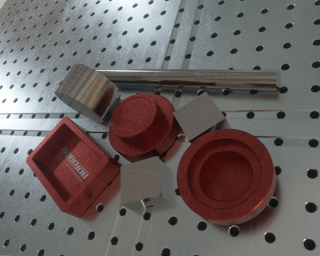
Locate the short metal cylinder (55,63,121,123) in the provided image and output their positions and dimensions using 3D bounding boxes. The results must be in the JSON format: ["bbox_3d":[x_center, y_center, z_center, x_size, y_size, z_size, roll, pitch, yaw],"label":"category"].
[{"bbox_3d":[-0.106,-0.050,0.460,0.080,0.080,0.050,19,72,35],"label":"short metal cylinder"}]

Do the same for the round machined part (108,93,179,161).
[{"bbox_3d":[-0.027,-0.007,0.415,0.098,0.042,0.098,-14,53,19],"label":"round machined part"}]

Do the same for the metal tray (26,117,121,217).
[{"bbox_3d":[-0.126,0.050,0.440,0.090,0.030,0.130,-50,51,-7],"label":"metal tray"}]

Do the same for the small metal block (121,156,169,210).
[{"bbox_3d":[-0.020,0.068,0.377,0.050,0.025,0.050,-18,55,18],"label":"small metal block"}]

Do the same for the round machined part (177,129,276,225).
[{"bbox_3d":[0.071,0.053,0.327,0.098,0.042,0.098,-13,56,21],"label":"round machined part"}]

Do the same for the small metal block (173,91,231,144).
[{"bbox_3d":[0.051,-0.010,0.388,0.050,0.025,0.050,-33,51,6],"label":"small metal block"}]

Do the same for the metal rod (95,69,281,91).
[{"bbox_3d":[0.013,-0.072,0.445,0.300,0.025,0.025,7,65,31],"label":"metal rod"}]
